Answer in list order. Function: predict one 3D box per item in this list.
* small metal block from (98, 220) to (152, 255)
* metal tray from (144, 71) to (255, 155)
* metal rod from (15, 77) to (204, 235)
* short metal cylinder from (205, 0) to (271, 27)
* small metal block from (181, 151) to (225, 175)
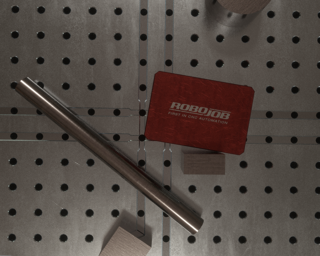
[{"bbox_3d":[-0.046,0.161,0.413,0.050,0.025,0.050,34,90,-1],"label":"small metal block"},{"bbox_3d":[0.051,-0.019,0.412,0.131,0.030,0.089,10,90,-1],"label":"metal tray"},{"bbox_3d":[-0.066,0.037,0.412,0.300,0.025,0.025,39,90,-1],"label":"metal rod"},{"bbox_3d":[0.102,-0.179,0.402,0.081,0.050,0.079,0,90,-1],"label":"short metal cylinder"},{"bbox_3d":[0.054,0.044,0.402,0.050,0.050,0.025,1,90,-1],"label":"small metal block"}]
